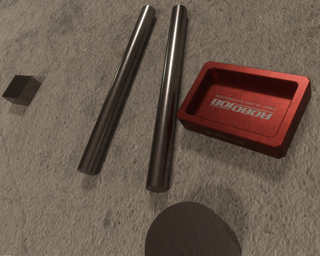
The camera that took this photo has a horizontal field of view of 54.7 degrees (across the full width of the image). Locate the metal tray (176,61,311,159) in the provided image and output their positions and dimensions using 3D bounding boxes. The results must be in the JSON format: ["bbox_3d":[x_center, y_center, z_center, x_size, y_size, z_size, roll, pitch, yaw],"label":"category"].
[{"bbox_3d":[0.096,-0.027,0.366,0.130,0.030,0.090,19,71,35],"label":"metal tray"}]

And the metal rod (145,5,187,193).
[{"bbox_3d":[0.014,-0.059,0.431,0.025,0.025,0.299,-6,59,25],"label":"metal rod"}]

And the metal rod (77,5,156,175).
[{"bbox_3d":[-0.059,-0.072,0.477,0.025,0.025,0.300,3,63,29],"label":"metal rod"}]

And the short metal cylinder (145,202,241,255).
[{"bbox_3d":[0.033,0.117,0.298,0.080,0.050,0.080,-13,56,20],"label":"short metal cylinder"}]

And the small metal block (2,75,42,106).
[{"bbox_3d":[-0.259,-0.071,0.580,0.050,0.025,0.050,9,66,31],"label":"small metal block"}]
